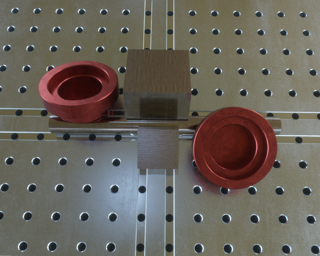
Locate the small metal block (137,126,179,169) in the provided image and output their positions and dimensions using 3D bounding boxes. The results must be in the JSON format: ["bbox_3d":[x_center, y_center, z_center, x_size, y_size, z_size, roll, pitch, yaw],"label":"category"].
[{"bbox_3d":[-0.003,0.024,0.392,0.050,0.025,0.050,1,99,0],"label":"small metal block"}]

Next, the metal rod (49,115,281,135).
[{"bbox_3d":[0.007,-0.004,0.414,0.302,0.025,0.025,1,70,0],"label":"metal rod"}]

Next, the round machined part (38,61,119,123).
[{"bbox_3d":[-0.102,-0.044,0.404,0.099,0.042,0.098,0,44,0],"label":"round machined part"}]

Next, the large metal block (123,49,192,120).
[{"bbox_3d":[-0.003,-0.058,0.407,0.081,0.050,0.080,1,52,0],"label":"large metal block"}]

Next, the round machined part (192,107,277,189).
[{"bbox_3d":[0.088,0.022,0.382,0.099,0.042,0.097,0,95,0],"label":"round machined part"}]
